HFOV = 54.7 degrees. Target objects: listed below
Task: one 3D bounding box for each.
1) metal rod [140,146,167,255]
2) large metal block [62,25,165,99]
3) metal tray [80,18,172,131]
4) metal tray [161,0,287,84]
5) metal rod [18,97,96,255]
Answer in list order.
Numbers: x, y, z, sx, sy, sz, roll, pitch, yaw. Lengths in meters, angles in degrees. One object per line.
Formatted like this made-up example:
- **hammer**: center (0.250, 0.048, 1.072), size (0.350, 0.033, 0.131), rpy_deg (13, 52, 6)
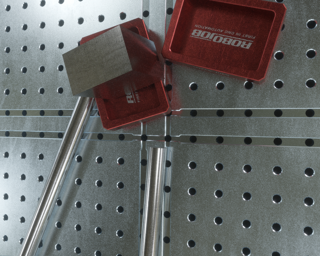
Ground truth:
- **metal rod**: center (-0.015, 0.174, 0.416), size (0.025, 0.025, 0.298), rpy_deg (5, 92, 19)
- **large metal block**: center (-0.053, -0.072, 0.370), size (0.080, 0.080, 0.050), rpy_deg (-18, 84, 24)
- **metal tray**: center (-0.045, -0.070, 0.416), size (0.090, 0.030, 0.129), rpy_deg (-17, 84, 8)
- **metal tray**: center (0.076, -0.114, 0.382), size (0.130, 0.030, 0.089), rpy_deg (18, 96, 18)
- **metal rod**: center (-0.154, 0.071, 0.465), size (0.025, 0.025, 0.298), rpy_deg (26, 98, 18)
